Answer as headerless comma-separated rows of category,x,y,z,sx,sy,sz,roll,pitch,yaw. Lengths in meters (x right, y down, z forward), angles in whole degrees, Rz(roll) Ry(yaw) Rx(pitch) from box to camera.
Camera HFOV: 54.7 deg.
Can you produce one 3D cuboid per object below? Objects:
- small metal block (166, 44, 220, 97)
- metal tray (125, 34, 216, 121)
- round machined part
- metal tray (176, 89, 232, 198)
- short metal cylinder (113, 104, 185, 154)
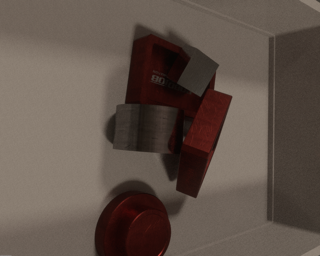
small metal block,0.044,-0.076,0.415,0.050,0.025,0.050,23,100,-42
metal tray,0.020,-0.062,0.422,0.131,0.030,0.090,12,83,-40
round machined part,-0.025,0.129,0.377,0.099,0.042,0.097,0,90,-40
metal tray,0.053,0.024,0.393,0.129,0.030,0.090,90,23,-58
short metal cylinder,-0.013,0.002,0.362,0.081,0.080,0.050,7,86,-40
